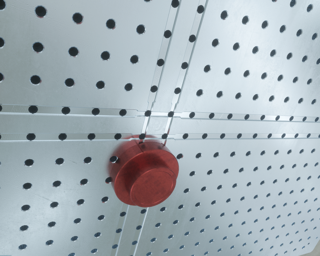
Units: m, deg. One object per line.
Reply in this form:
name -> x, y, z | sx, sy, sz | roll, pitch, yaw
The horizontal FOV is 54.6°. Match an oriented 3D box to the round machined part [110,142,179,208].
round machined part -> -0.016, 0.072, 0.435 | 0.099, 0.042, 0.097 | -14, 124, -21
